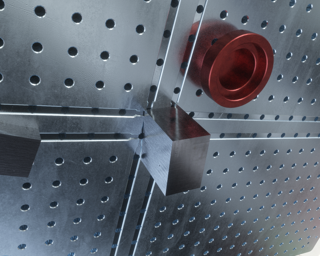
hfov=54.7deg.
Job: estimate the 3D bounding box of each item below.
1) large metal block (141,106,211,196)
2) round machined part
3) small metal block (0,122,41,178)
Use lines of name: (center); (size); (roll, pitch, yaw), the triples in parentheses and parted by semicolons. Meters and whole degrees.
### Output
large metal block: (0.016, 0.027, 0.401); (0.050, 0.080, 0.079); (-8, 122, -24)
round machined part: (0.095, -0.079, 0.403); (0.099, 0.042, 0.097); (-14, 124, -21)
small metal block: (-0.164, 0.024, 0.336); (0.050, 0.025, 0.050); (13, 112, -34)
